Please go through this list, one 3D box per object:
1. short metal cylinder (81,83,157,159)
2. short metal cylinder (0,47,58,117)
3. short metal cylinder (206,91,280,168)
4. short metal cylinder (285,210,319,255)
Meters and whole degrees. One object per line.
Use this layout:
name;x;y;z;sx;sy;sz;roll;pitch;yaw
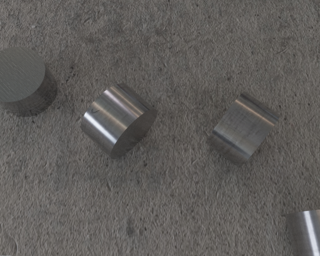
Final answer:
short metal cylinder;-0.049;-0.008;0.381;0.050;0.080;0.080;41;75;13
short metal cylinder;-0.186;-0.061;0.416;0.081;0.050;0.080;0;70;0
short metal cylinder;0.100;0.002;0.379;0.050;0.080;0.080;37;74;12
short metal cylinder;0.185;0.116;0.338;0.081;0.080;0.050;-5;70;-2
